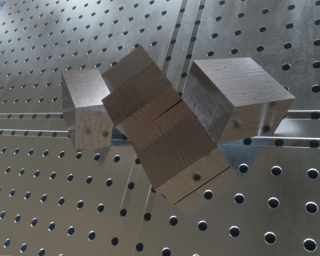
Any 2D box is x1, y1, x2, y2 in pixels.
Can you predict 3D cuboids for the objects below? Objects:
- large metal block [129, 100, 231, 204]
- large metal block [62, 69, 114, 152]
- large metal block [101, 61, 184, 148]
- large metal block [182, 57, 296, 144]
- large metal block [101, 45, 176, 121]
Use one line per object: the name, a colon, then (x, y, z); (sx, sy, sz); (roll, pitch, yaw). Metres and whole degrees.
large metal block: (0.022, 0.028, 0.364); (0.080, 0.050, 0.080); (-35, 50, 5)
large metal block: (-0.103, -0.026, 0.435); (0.050, 0.079, 0.080); (-10, 47, -25)
large metal block: (-0.013, -0.023, 0.394); (0.080, 0.080, 0.050); (-36, 52, 4)
large metal block: (0.083, -0.034, 0.343); (0.081, 0.050, 0.080); (-9, 47, -26)
large metal block: (-0.032, -0.059, 0.446); (0.080, 0.050, 0.080); (-37, 52, 5)
